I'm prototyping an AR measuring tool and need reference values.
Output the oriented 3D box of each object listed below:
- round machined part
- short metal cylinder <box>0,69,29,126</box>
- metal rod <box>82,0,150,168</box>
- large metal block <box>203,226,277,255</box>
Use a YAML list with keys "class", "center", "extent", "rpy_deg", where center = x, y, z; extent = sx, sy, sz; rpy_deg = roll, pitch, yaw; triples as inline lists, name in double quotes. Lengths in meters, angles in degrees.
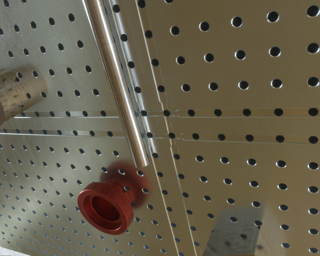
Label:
- class: "round machined part"
  center: [-0.087, 0.131, 0.527]
  extent: [0.098, 0.042, 0.097]
  rpy_deg: [13, 124, 21]
- class: "short metal cylinder"
  center: [-0.263, -0.049, 0.504]
  extent: [0.080, 0.050, 0.079]
  rpy_deg: [13, 124, 21]
- class: "metal rod"
  center: [-0.060, -0.079, 0.393]
  extent: [0.025, 0.025, 0.298]
  rpy_deg: [0, 119, 28]
- class: "large metal block"
  center: [0.122, 0.195, 0.452]
  extent: [0.080, 0.050, 0.080]
  rpy_deg: [-21, 108, 36]
